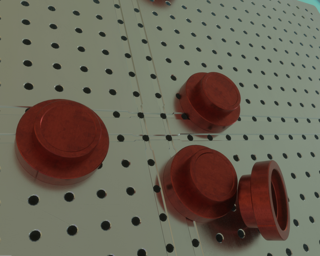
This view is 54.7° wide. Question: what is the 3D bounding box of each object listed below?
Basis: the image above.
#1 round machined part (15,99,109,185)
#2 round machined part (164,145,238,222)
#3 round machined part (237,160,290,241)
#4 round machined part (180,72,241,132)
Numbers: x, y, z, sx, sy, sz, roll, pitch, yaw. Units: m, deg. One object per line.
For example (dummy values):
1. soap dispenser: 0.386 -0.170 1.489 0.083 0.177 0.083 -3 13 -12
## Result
1. round machined part: -0.103 0.009 0.337 0.099 0.042 0.098 14 56 -21
2. round machined part: 0.058 0.065 0.391 0.099 0.042 0.098 14 56 -21
3. round machined part: 0.131 0.092 0.395 0.098 0.042 0.098 27 57 -52
4. round machined part: 0.083 -0.046 0.472 0.099 0.042 0.098 14 56 -21
